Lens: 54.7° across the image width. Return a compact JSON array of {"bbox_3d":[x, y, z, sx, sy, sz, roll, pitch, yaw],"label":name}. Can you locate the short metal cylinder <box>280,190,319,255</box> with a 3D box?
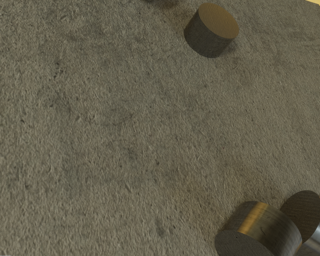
[{"bbox_3d":[0.193,0.127,0.395,0.050,0.080,0.080,33,52,-7],"label":"short metal cylinder"}]

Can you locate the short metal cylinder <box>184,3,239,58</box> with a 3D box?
[{"bbox_3d":[0.089,-0.169,0.538,0.081,0.050,0.080,14,56,-21],"label":"short metal cylinder"}]

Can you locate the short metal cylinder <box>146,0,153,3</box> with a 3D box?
[{"bbox_3d":[-0.016,-0.259,0.517,0.050,0.080,0.080,29,52,-10],"label":"short metal cylinder"}]

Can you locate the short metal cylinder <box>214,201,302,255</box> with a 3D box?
[{"bbox_3d":[0.109,0.130,0.348,0.080,0.080,0.050,48,51,5],"label":"short metal cylinder"}]
